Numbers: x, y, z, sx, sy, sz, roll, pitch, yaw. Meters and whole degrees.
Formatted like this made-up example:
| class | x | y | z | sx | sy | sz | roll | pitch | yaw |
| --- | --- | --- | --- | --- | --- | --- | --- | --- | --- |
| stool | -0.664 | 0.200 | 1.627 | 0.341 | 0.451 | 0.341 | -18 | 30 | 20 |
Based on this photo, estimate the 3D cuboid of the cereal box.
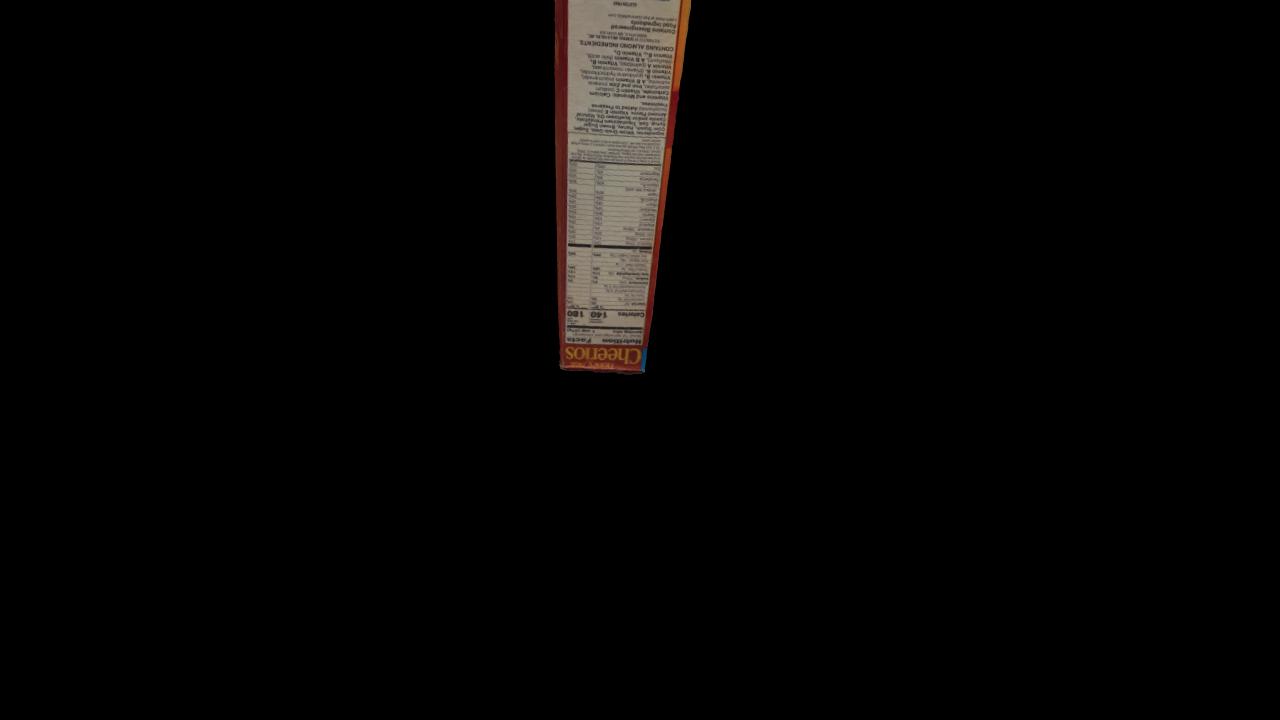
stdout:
| class | x | y | z | sx | sy | sz | roll | pitch | yaw |
| --- | --- | --- | --- | --- | --- | --- | --- | --- | --- |
| cereal box | -0.023 | -0.167 | 0.468 | 0.081 | 0.306 | 0.203 | 1 | 40 | -6 |
